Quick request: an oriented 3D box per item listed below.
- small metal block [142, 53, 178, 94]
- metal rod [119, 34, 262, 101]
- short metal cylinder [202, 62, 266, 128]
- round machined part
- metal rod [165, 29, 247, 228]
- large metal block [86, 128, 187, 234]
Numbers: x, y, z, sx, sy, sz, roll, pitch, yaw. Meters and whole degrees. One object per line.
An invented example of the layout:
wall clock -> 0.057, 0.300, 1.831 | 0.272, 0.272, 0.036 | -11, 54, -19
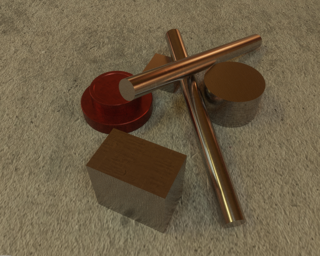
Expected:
small metal block -> 0.007, -0.084, 0.474 | 0.050, 0.025, 0.050 | 18, 52, 14
metal rod -> 0.064, -0.095, 0.432 | 0.025, 0.025, 0.302 | 36, 43, 26
short metal cylinder -> 0.098, -0.047, 0.428 | 0.081, 0.050, 0.080 | 0, 50, 0
round machined part -> -0.060, -0.042, 0.426 | 0.099, 0.042, 0.098 | 0, 50, 0
metal rod -> 0.049, -0.023, 0.402 | 0.025, 0.025, 0.299 | -8, 57, -7
large metal block -> -0.022, 0.056, 0.320 | 0.080, 0.080, 0.050 | 20, 53, 15
